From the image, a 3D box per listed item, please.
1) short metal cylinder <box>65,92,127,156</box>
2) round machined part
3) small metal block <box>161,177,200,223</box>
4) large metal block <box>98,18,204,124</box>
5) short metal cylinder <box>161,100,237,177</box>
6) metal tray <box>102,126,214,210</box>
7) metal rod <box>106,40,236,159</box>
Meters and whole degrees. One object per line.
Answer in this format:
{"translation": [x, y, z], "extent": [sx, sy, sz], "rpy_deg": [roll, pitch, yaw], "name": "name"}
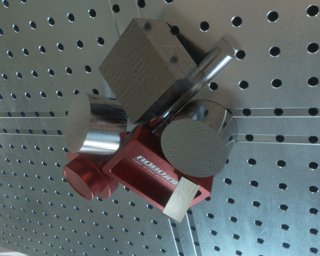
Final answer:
{"translation": [-0.086, -0.004, 0.411], "extent": [0.080, 0.050, 0.080], "rpy_deg": [-16, 70, 51], "name": "short metal cylinder"}
{"translation": [-0.116, 0.076, 0.491], "extent": [0.098, 0.042, 0.097], "rpy_deg": [28, 140, 26], "name": "round machined part"}
{"translation": [0.025, 0.095, 0.402], "extent": [0.025, 0.050, 0.050], "rpy_deg": [29, 163, 7], "name": "small metal block"}
{"translation": [-0.012, -0.063, 0.348], "extent": [0.080, 0.050, 0.080], "rpy_deg": [-43, 74, 39], "name": "large metal block"}
{"translation": [0.048, 0.013, 0.377], "extent": [0.080, 0.050, 0.079], "rpy_deg": [13, 124, 21], "name": "short metal cylinder"}
{"translation": [-0.003, 0.064, 0.431], "extent": [0.130, 0.030, 0.090], "rpy_deg": [36, 130, -13], "name": "metal tray"}
{"translation": [-0.014, -0.004, 0.418], "extent": [0.025, 0.025, 0.299], "rpy_deg": [44, 130, -3], "name": "metal rod"}
